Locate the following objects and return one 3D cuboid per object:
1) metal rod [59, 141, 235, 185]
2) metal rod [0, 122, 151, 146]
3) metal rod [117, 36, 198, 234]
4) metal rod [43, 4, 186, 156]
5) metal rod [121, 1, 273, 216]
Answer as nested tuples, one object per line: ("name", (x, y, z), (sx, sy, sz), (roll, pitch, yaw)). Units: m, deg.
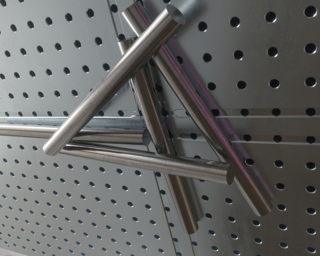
("metal rod", (-0.044, 0.041, 0.432), (0.300, 0.025, 0.025), (5, 121, 34))
("metal rod", (-0.153, 0.007, 0.493), (0.301, 0.025, 0.025), (2, 120, 26))
("metal rod", (0.005, 0.025, 0.422), (0.025, 0.025, 0.298), (-4, 117, 30))
("metal rod", (-0.077, -0.039, 0.392), (0.025, 0.025, 0.299), (48, 128, -6))
("metal rod", (0.052, -0.014, 0.374), (0.025, 0.025, 0.299), (-26, 105, 37))
